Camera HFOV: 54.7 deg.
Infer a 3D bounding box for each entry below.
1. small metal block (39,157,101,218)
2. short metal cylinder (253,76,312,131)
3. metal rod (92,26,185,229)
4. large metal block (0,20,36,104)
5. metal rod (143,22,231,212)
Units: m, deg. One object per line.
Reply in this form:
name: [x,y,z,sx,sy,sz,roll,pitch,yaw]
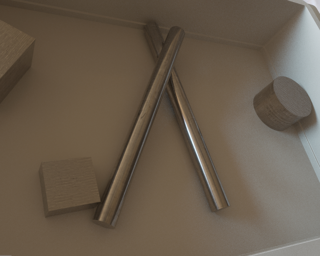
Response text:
small metal block: [-0.094,0.060,0.319,0.050,0.025,0.050,-4,64,-30]
short metal cylinder: [0.209,-0.041,0.530,0.081,0.050,0.080,14,56,-21]
metal rod: [-0.016,-0.023,0.393,0.025,0.025,0.300,27,58,-12]
large metal block: [-0.195,-0.076,0.331,0.080,0.050,0.080,28,52,-11]
metal rod: [0.031,-0.030,0.442,0.025,0.025,0.299,-5,64,-31]
